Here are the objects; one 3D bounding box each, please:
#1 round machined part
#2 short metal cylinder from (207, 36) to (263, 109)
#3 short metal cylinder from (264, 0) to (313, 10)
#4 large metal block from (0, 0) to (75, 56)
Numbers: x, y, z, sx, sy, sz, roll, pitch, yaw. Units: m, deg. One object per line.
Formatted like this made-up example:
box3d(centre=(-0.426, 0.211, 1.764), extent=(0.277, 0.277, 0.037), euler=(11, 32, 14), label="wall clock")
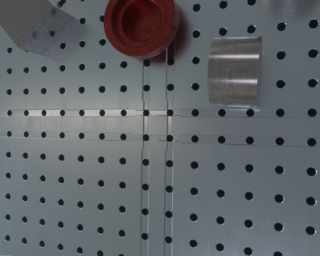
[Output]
box3d(centre=(-0.021, -0.140, 0.411), extent=(0.098, 0.042, 0.097), euler=(0, 90, 20), label="round machined part")
box3d(centre=(0.087, -0.063, 0.352), extent=(0.050, 0.080, 0.079), euler=(4, 92, 20), label="short metal cylinder")
box3d(centre=(0.148, -0.182, 0.347), extent=(0.080, 0.050, 0.079), euler=(0, 90, 20), label="short metal cylinder")
box3d(centre=(-0.191, -0.170, 0.467), extent=(0.080, 0.050, 0.080), euler=(-45, 76, 14), label="large metal block")
